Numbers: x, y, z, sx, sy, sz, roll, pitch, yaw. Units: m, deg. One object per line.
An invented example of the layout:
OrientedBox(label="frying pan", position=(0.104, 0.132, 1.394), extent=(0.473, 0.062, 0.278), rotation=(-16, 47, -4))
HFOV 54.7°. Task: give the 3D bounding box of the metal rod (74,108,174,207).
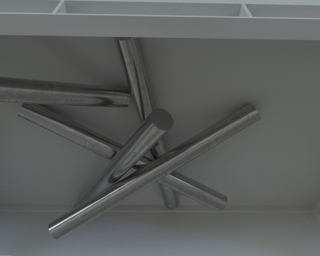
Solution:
OrientedBox(label="metal rod", position=(-0.065, 0.063, 0.410), extent=(0.025, 0.025, 0.298), rotation=(22, 142, -18))

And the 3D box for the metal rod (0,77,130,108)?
OrientedBox(label="metal rod", position=(-0.168, -0.038, 0.295), extent=(0.303, 0.025, 0.025), rotation=(0, 135, -34))

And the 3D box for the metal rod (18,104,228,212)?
OrientedBox(label="metal rod", position=(-0.040, 0.042, 0.418), extent=(0.301, 0.025, 0.025), rotation=(27, 125, -13))

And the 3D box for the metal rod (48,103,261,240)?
OrientedBox(label="metal rod", position=(-0.008, 0.056, 0.398), extent=(0.301, 0.025, 0.025), rotation=(-31, 126, 1))

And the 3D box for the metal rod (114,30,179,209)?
OrientedBox(label="metal rod", position=(-0.008, 0.014, 0.420), extent=(0.025, 0.025, 0.298), rotation=(-9, 130, 7))
